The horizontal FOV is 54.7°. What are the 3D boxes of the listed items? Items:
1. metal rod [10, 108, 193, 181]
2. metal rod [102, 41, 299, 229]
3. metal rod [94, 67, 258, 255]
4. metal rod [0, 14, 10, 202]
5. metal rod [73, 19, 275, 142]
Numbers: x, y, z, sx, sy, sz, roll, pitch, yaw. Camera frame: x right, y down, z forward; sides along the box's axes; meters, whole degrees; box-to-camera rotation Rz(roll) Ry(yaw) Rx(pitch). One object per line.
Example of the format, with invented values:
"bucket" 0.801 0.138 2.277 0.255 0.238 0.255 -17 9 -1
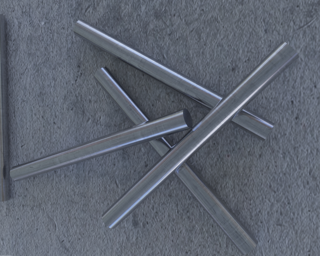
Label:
"metal rod" -0.097 0.030 0.425 0.300 0.025 0.025 -18 84 25
"metal rod" 0.037 0.018 0.368 0.299 0.025 0.025 -45 76 14
"metal rod" 0.012 0.033 0.404 0.025 0.025 0.300 -44 77 15
"metal rod" -0.260 -0.033 0.500 0.025 0.025 0.298 -2 89 20
"metal rod" 0.006 -0.070 0.406 0.300 0.025 0.025 32 100 17
